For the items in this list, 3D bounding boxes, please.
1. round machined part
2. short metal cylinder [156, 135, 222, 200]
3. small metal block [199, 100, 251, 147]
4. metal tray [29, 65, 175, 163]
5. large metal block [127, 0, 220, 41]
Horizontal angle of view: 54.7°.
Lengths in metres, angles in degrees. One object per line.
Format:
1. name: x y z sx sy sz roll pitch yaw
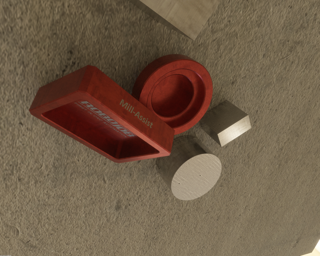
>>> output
1. round machined part: 0.011 -0.042 0.376 0.099 0.042 0.097 -14 124 -21
2. short metal cylinder: 0.041 0.057 0.449 0.081 0.050 0.079 -14 124 -21
3. small metal block: 0.090 -0.008 0.435 0.050 0.050 0.025 -31 129 -8
4. metal tray: -0.057 -0.006 0.333 0.130 0.090 0.030 38 52 -39
5. large metal block: -0.001 -0.133 0.288 0.080 0.080 0.050 24 105 -37
